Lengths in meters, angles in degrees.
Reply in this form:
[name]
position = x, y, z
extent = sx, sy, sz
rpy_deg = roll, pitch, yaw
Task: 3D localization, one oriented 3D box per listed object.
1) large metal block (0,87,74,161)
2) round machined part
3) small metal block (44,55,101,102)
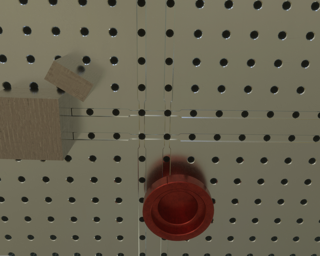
[large metal block]
position = -0.160, -0.006, 0.396
extent = 0.081, 0.050, 0.079
rpy_deg = 2, 110, -1
[round machined part]
position = 0.025, 0.109, 0.445
extent = 0.099, 0.042, 0.097
rpy_deg = 0, 110, -1
[small metal block]
position = -0.104, -0.061, 0.376
extent = 0.050, 0.050, 0.025
rpy_deg = 31, 107, -11
